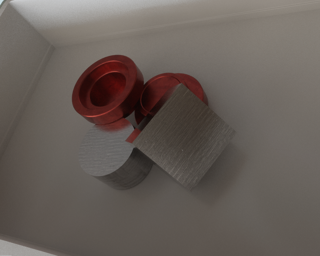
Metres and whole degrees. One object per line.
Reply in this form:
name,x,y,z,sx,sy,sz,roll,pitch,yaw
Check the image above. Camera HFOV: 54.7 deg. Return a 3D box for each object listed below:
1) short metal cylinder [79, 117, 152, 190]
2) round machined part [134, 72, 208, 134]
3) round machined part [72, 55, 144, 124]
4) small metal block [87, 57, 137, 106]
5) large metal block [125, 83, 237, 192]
short metal cylinder,-0.055,0.032,0.395,0.080,0.050,0.080,-13,56,20
round machined part,0.009,-0.033,0.405,0.098,0.042,0.098,-13,56,20
round machined part,-0.065,-0.047,0.417,0.098,0.042,0.098,-13,56,20
small metal block,-0.071,-0.070,0.465,0.050,0.050,0.025,-39,51,2
large metal block,0.021,0.010,0.342,0.080,0.080,0.050,-51,11,-9
